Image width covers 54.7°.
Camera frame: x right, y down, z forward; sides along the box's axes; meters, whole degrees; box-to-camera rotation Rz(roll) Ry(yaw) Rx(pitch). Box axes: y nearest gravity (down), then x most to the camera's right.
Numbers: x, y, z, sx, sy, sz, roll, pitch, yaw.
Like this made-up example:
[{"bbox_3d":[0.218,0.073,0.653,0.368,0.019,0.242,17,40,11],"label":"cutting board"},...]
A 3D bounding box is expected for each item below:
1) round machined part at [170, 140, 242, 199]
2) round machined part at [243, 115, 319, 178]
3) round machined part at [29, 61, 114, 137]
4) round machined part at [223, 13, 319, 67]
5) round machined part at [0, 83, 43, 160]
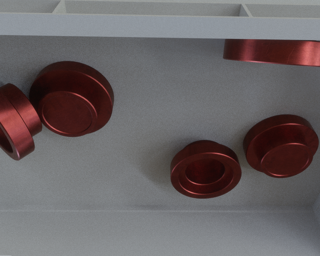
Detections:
[{"bbox_3d":[0.064,0.055,0.446,0.099,0.042,0.097,-1,130,0],"label":"round machined part"},{"bbox_3d":[0.169,0.032,0.428,0.099,0.042,0.097,-1,130,0],"label":"round machined part"},{"bbox_3d":[-0.107,-0.027,0.373,0.099,0.042,0.097,-1,130,0],"label":"round machined part"},{"bbox_3d":[0.113,-0.084,0.298,0.099,0.098,0.042,3,104,-3],"label":"round machined part"},{"bbox_3d":[-0.177,-0.013,0.362,0.098,0.042,0.097,31,142,28],"label":"round machined part"}]
